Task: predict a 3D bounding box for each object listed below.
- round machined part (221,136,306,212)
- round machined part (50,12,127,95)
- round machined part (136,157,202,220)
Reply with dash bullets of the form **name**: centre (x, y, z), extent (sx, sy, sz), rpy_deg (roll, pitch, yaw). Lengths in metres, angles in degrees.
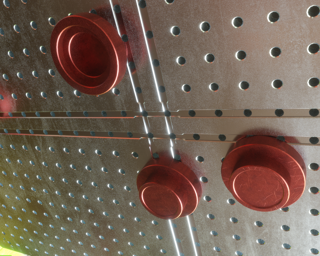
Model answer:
- **round machined part**: centre (0.122, 0.062, 0.374), extent (0.098, 0.042, 0.097), rpy_deg (13, 124, 21)
- **round machined part**: centre (-0.083, -0.094, 0.387), extent (0.098, 0.042, 0.097), rpy_deg (13, 124, 21)
- **round machined part**: centre (0.008, 0.095, 0.455), extent (0.098, 0.042, 0.097), rpy_deg (13, 124, 21)
